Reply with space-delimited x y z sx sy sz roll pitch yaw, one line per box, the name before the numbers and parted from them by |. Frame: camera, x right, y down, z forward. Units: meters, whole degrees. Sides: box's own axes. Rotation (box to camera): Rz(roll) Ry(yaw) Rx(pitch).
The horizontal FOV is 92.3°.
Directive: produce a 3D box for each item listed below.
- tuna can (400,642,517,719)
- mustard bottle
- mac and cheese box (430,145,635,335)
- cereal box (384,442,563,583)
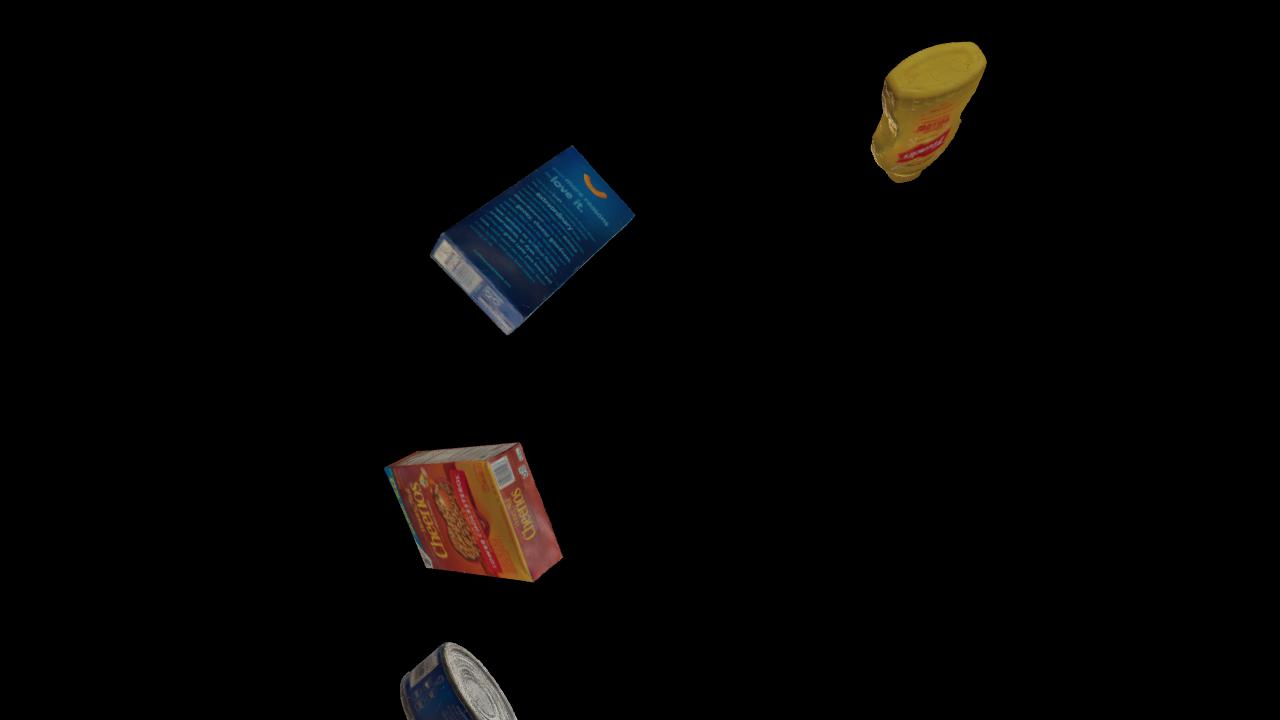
tuna can | -0.114 0.226 0.397 0.034 0.084 0.084 -39 11 -13
mustard bottle | 0.295 -0.246 0.657 0.092 0.054 0.184 -24 -20 4
mac and cheese box | -0.087 -0.112 0.545 0.041 0.093 0.184 -35 12 48
cereal box | -0.282 0.248 1.011 0.306 0.203 0.081 -10 12 39
